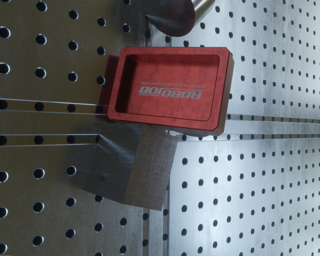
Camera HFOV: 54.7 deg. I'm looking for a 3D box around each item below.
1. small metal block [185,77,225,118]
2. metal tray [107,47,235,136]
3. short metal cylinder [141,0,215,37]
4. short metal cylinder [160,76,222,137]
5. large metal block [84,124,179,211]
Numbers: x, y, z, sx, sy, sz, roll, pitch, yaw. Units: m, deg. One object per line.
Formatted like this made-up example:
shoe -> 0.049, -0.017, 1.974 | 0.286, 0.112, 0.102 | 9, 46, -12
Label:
small metal block -> 0.069, -0.046, 0.467 | 0.050, 0.025, 0.050 | -20, 103, -38
metal tray -> 0.011, -0.044, 0.349 | 0.030, 0.130, 0.090 | 29, 69, -65
short metal cylinder -> 0.023, -0.164, 0.392 | 0.050, 0.080, 0.080 | -51, 120, -28
short metal cylinder -> 0.035, -0.028, 0.402 | 0.080, 0.080, 0.050 | 34, 69, -35
large metal block -> -0.033, 0.041, 0.346 | 0.050, 0.080, 0.080 | 23, 76, -38
